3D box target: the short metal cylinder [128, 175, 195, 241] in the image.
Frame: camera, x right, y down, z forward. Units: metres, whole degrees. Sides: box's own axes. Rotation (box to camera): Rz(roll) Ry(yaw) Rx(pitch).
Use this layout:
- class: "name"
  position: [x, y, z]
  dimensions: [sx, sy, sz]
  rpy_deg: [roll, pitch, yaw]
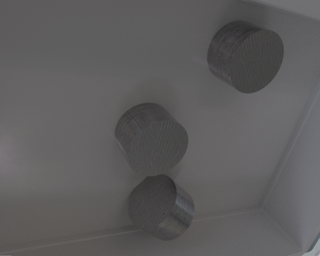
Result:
- class: "short metal cylinder"
  position: [0.002, 0.113, 0.444]
  dimensions: [0.080, 0.080, 0.050]
  rpy_deg: [-43, 129, 1]

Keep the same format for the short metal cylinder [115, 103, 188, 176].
- class: "short metal cylinder"
  position: [-0.011, 0.014, 0.395]
  dimensions: [0.081, 0.050, 0.079]
  rpy_deg: [-14, 124, -21]

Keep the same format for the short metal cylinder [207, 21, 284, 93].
- class: "short metal cylinder"
  position: [0.108, -0.091, 0.395]
  dimensions: [0.081, 0.050, 0.079]
  rpy_deg: [-14, 124, -21]
